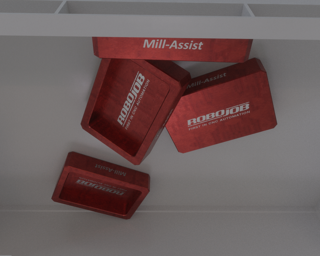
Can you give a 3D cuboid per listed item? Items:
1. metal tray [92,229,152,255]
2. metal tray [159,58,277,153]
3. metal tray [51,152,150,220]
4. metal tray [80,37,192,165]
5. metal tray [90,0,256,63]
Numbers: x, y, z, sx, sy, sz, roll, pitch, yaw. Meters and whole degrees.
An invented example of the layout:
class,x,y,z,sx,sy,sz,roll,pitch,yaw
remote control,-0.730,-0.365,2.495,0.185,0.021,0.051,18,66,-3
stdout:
class,x,y,z,sx,sy,sz,roll,pitch,yaw
metal tray,-0.064,0.220,0.570,0.091,0.030,0.129,-3,147,2
metal tray,0.070,-0.023,0.386,0.130,0.030,0.090,-17,128,14
metal tray,-0.092,0.093,0.483,0.131,0.030,0.089,19,128,-16
metal tray,-0.033,-0.028,0.355,0.090,0.030,0.129,34,127,7
metal tray,0.010,-0.096,0.284,0.131,0.090,0.030,2,130,-2
